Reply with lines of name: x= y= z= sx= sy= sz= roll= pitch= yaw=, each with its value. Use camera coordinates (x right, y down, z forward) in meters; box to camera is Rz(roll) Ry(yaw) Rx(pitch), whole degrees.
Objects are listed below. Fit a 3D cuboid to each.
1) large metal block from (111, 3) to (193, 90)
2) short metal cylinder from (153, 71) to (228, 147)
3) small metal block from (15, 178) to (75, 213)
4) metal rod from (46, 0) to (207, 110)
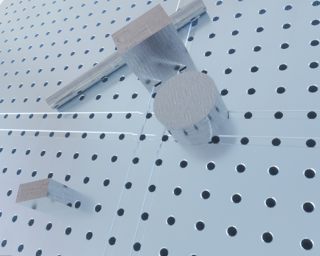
large metal block: x=-0.010 y=-0.115 z=0.447 sx=0.080 sy=0.080 sz=0.050 roll=-31 pitch=52 yaw=8
short metal cylinder: x=0.039 y=-0.024 z=0.385 sx=0.080 sy=0.050 sz=0.080 roll=-13 pitch=56 yaw=20
small metal block: x=-0.152 y=0.091 z=0.414 sx=0.050 sy=0.050 sz=0.025 roll=-14 pitch=56 yaw=20
metal rod: x=-0.059 y=-0.120 z=0.510 sx=0.300 sy=0.025 sz=0.025 roll=-31 pitch=52 yaw=7
